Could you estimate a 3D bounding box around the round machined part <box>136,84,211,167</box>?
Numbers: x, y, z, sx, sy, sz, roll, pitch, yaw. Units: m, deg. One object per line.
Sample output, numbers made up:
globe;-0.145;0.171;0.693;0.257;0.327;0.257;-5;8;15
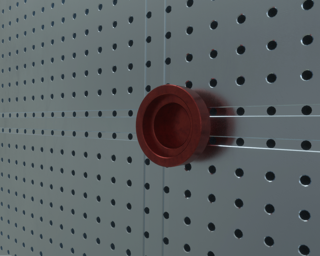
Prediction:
round machined part;0.020;-0.003;0.380;0.098;0.042;0.097;0;90;39
